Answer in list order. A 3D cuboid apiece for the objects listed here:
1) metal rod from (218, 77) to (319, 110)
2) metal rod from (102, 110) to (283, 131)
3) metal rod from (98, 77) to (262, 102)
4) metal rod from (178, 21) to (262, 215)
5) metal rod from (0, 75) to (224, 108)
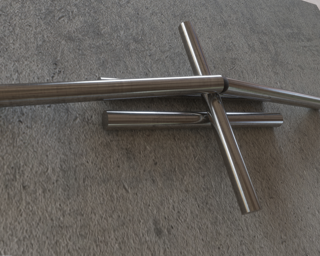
[{"bbox_3d":[0.202,-0.053,0.517,0.302,0.025,0.025,2,60,-39],"label":"metal rod"},{"bbox_3d":[0.065,-0.011,0.449,0.303,0.025,0.025,-1,62,-29],"label":"metal rod"},{"bbox_3d":[0.054,-0.055,0.469,0.303,0.025,0.025,-1,62,-29],"label":"metal rod"},{"bbox_3d":[0.076,-0.030,0.435,0.025,0.025,0.299,0,62,-29],"label":"metal rod"},{"bbox_3d":[-0.060,-0.046,0.370,0.303,0.025,0.025,-6,65,-21],"label":"metal rod"}]
